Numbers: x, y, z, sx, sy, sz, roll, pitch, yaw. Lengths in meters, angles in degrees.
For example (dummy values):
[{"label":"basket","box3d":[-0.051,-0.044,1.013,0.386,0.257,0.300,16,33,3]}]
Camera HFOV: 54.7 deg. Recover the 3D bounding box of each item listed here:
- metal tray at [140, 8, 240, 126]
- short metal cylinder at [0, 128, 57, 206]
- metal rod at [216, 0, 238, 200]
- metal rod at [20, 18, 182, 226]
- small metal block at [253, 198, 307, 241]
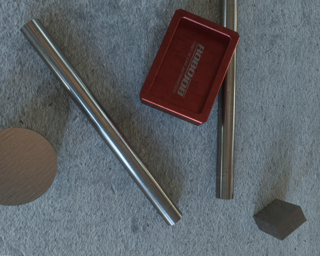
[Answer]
[{"label":"metal tray","box3d":[0.038,-0.078,0.406,0.090,0.030,0.130,23,82,-1]},{"label":"short metal cylinder","box3d":[-0.156,0.039,0.338,0.081,0.050,0.079,0,90,-20]},{"label":"metal rod","box3d":[0.096,-0.049,0.444,0.025,0.025,0.298,2,90,-20]},{"label":"metal rod","box3d":[-0.065,0.002,0.385,0.025,0.025,0.299,-39,103,-16]},{"label":"small metal block","box3d":[0.177,0.135,0.461,0.050,0.050,0.025,-30,100,-18]}]
